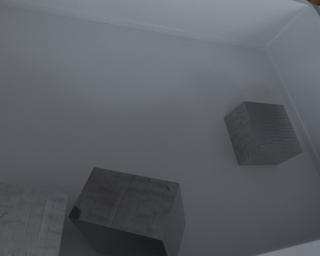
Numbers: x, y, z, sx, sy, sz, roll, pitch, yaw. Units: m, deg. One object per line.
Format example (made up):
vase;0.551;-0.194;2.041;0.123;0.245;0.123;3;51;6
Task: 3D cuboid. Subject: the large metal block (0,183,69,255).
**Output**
large metal block;-0.127;0.082;0.252;0.081;0.080;0.050;13;56;-21

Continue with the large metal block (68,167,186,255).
large metal block;-0.024;0.085;0.285;0.080;0.080;0.050;8;51;16

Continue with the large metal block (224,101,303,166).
large metal block;0.153;0.010;0.466;0.081;0.050;0.080;2;61;-27

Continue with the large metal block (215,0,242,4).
large metal block;0.141;-0.317;0.661;0.081;0.050;0.080;-21;73;-36
